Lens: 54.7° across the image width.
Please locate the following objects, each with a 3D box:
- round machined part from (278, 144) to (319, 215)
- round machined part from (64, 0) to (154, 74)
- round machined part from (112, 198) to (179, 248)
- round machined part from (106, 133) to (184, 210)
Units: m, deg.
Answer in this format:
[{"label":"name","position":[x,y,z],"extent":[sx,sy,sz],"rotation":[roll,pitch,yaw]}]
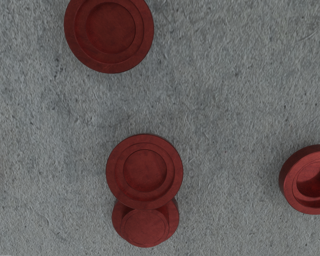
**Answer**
[{"label":"round machined part","position":[0.212,0.067,0.427],"extent":[0.099,0.042,0.097],"rotation":[0,110,0]},{"label":"round machined part","position":[-0.056,-0.115,0.358],"extent":[0.099,0.042,0.097],"rotation":[0,110,0]},{"label":"round machined part","position":[-0.021,0.133,0.449],"extent":[0.099,0.042,0.097],"rotation":[0,110,0]},{"label":"round machined part","position":[-0.019,0.055,0.411],"extent":[0.099,0.042,0.097],"rotation":[0,93,0]}]
